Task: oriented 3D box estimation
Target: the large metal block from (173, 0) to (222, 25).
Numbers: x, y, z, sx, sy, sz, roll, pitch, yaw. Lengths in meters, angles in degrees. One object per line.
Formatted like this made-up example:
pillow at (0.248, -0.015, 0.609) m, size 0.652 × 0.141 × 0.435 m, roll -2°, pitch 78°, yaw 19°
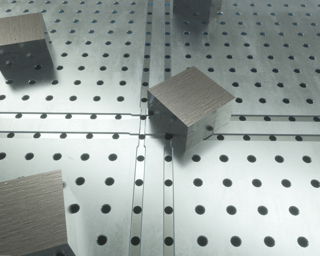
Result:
large metal block at (0.073, -0.256, 0.588) m, size 0.080 × 0.080 × 0.050 m, roll 27°, pitch 55°, yaw 20°

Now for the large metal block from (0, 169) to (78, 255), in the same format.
large metal block at (-0.131, 0.096, 0.309) m, size 0.081 × 0.050 × 0.080 m, roll -12°, pitch 51°, yaw -10°

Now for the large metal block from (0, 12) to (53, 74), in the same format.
large metal block at (-0.226, -0.141, 0.507) m, size 0.081 × 0.050 × 0.080 m, roll -13°, pitch 51°, yaw -11°

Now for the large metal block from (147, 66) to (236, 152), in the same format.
large metal block at (0.040, -0.028, 0.416) m, size 0.081 × 0.050 × 0.080 m, roll -31°, pitch 57°, yaw -24°
